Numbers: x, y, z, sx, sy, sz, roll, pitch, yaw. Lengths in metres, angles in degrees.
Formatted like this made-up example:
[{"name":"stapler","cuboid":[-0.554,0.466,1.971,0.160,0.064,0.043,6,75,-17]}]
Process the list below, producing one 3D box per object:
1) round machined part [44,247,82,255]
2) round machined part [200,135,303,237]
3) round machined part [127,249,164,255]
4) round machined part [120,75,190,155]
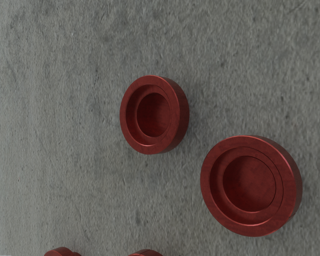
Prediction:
[{"name":"round machined part","cuboid":[-0.156,0.249,0.519,0.098,0.042,0.097,0,90,39]},{"name":"round machined part","cuboid":[0.094,0.056,0.315,0.098,0.042,0.097,0,90,39]},{"name":"round machined part","cuboid":[-0.008,0.205,0.398,0.098,0.042,0.097,0,90,39]},{"name":"round machined part","cuboid":[-0.002,-0.016,0.394,0.098,0.042,0.097,0,90,39]}]
